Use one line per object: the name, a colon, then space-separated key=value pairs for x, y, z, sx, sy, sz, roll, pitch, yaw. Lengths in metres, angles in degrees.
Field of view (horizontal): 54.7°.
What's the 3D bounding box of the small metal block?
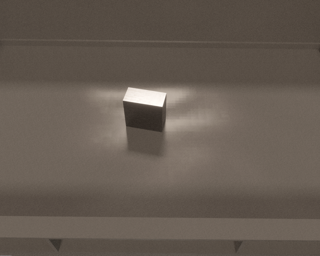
small metal block: x=-0.019 y=-0.023 z=0.408 sx=0.050 sy=0.050 sz=0.025 roll=9 pitch=51 yaw=7
